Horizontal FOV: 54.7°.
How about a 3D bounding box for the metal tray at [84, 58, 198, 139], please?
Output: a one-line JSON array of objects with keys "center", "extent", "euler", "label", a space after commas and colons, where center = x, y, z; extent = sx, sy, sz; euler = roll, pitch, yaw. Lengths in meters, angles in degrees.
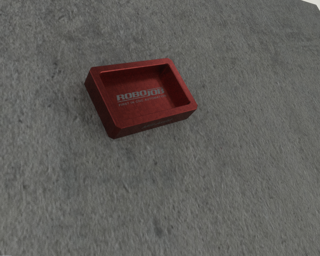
[{"center": [-0.023, -0.044, 0.416], "extent": [0.131, 0.030, 0.090], "euler": [-16, 70, -35], "label": "metal tray"}]
